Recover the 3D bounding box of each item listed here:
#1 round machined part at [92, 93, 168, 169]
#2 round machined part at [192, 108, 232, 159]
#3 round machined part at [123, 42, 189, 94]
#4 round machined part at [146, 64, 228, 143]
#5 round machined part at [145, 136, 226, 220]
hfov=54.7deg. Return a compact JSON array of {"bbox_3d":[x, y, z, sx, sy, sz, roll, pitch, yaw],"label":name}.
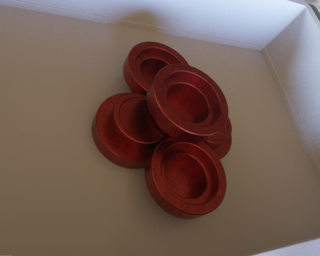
[{"bbox_3d":[-0.030,-0.003,0.380,0.099,0.042,0.098,14,56,-21],"label":"round machined part"},{"bbox_3d":[0.059,0.000,0.425,0.099,0.042,0.098,14,56,-21],"label":"round machined part"},{"bbox_3d":[-0.005,-0.069,0.433,0.099,0.042,0.098,14,56,-21],"label":"round machined part"},{"bbox_3d":[0.029,-0.025,0.371,0.099,0.042,0.098,14,56,-21],"label":"round machined part"},{"bbox_3d":[0.027,0.061,0.371,0.099,0.042,0.098,14,56,-21],"label":"round machined part"}]
